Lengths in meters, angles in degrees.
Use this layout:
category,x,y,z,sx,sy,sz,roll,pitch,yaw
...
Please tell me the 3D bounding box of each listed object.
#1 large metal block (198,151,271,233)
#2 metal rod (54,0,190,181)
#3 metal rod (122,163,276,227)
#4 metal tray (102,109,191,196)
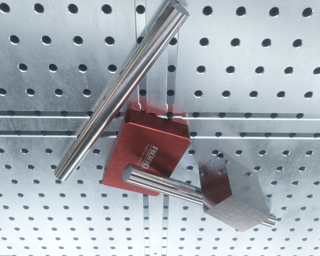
category,x,y,z,sx,sy,sz,roll,pitch,yaw
large metal block,0.107,0.094,0.457,0.080,0.080,0.050,33,123,-25
metal rod,-0.064,-0.025,0.389,0.025,0.025,0.298,27,125,-21
metal rod,0.077,0.111,0.481,0.302,0.025,0.025,24,127,-29
metal tray,-0.023,0.040,0.442,0.091,0.030,0.129,16,128,-13
